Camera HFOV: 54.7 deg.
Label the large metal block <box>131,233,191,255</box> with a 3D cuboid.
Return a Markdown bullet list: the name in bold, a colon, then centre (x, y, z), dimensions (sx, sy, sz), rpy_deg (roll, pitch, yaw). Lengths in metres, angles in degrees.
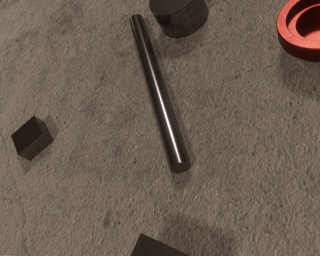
- **large metal block**: centre (0.008, 0.156, 0.287), dimensions (0.080, 0.050, 0.080), rpy_deg (13, 68, 33)

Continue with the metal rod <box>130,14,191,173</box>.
- **metal rod**: centre (-0.008, -0.070, 0.449), dimensions (0.025, 0.025, 0.299), rpy_deg (-25, 53, 13)

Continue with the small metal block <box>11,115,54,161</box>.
- **small metal block**: centre (-0.206, 0.016, 0.500), dimensions (0.050, 0.025, 0.050), rpy_deg (-41, 51, -1)

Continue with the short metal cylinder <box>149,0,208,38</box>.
- **short metal cylinder**: centre (0.030, -0.189, 0.487), dimensions (0.080, 0.050, 0.080), rpy_deg (-13, 56, 20)

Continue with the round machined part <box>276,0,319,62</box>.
- **round machined part**: centre (0.191, -0.117, 0.364), dimensions (0.098, 0.042, 0.098), rpy_deg (-13, 56, 20)
